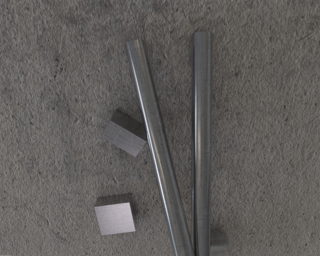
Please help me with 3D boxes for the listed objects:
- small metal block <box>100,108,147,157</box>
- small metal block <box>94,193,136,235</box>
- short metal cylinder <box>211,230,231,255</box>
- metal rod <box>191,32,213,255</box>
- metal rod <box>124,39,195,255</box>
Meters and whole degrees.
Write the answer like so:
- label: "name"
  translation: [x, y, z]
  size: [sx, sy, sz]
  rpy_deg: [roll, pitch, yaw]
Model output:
- label: "small metal block"
  translation: [-0.044, 0.005, 0.398]
  size: [0.050, 0.050, 0.025]
  rpy_deg: [31, 108, -11]
- label: "small metal block"
  translation: [-0.064, 0.127, 0.456]
  size: [0.050, 0.025, 0.050]
  rpy_deg: [-8, 110, 3]
- label: "short metal cylinder"
  translation: [0.073, 0.193, 0.452]
  size: [0.050, 0.080, 0.079]
  rpy_deg: [-5, 110, 2]
- label: "metal rod"
  translation: [0.052, 0.035, 0.386]
  size: [0.025, 0.025, 0.298]
  rpy_deg: [0, 97, 0]
- label: "metal rod"
  translation: [0.003, 0.042, 0.378]
  size: [0.025, 0.025, 0.298]
  rpy_deg: [-13, 92, 4]
